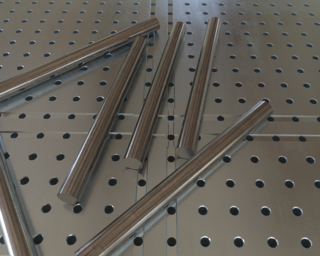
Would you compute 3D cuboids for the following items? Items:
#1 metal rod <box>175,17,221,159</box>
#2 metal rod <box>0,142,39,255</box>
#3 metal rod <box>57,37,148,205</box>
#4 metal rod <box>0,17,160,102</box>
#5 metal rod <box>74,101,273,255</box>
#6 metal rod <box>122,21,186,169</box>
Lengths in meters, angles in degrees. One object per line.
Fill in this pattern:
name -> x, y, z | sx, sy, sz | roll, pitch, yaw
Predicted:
metal rod -> 0.066, -0.081, 0.476 | 0.025, 0.025, 0.300 | 10, 51, 8
metal rod -> -0.184, 0.060, 0.356 | 0.025, 0.025, 0.300 | -25, 54, -19
metal rod -> -0.067, -0.034, 0.435 | 0.025, 0.025, 0.300 | 10, 51, 8
metal rod -> -0.125, -0.119, 0.506 | 0.302, 0.025, 0.025 | -32, 57, -24
metal rod -> 0.035, 0.051, 0.364 | 0.302, 0.025, 0.025 | -35, 58, -26
metal rod -> 0.001, -0.069, 0.466 | 0.025, 0.025, 0.300 | 10, 51, 8
